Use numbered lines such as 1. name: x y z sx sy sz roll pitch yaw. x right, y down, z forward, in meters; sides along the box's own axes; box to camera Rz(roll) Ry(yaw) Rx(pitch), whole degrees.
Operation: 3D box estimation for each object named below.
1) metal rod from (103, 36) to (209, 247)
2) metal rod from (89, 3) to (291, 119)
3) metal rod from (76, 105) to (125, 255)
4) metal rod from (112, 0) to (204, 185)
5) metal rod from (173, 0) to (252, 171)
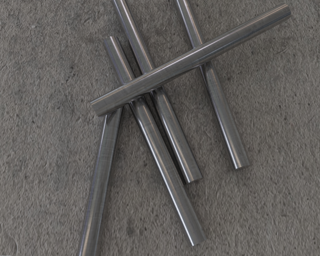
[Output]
1. metal rod: -0.013 0.004 0.406 0.025 0.025 0.299 -22 72 -8
2. metal rod: 0.048 -0.094 0.414 0.302 0.025 0.025 -29 73 -10
3. metal rod: -0.077 0.102 0.370 0.025 0.025 0.299 6 70 2
4. metal rod: -0.010 -0.065 0.431 0.025 0.025 0.299 -20 71 -7
5. metal rod: 0.065 -0.085 0.439 0.025 0.025 0.299 -14 71 -5
